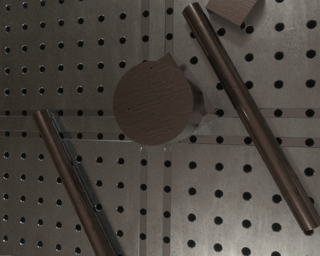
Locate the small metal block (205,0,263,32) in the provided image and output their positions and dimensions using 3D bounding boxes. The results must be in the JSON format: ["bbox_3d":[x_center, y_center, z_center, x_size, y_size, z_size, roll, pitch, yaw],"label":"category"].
[{"bbox_3d":[0.092,-0.155,0.380,0.050,0.025,0.050,36,101,16],"label":"small metal block"}]

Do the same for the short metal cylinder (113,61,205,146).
[{"bbox_3d":[0.000,-0.023,0.314,0.080,0.050,0.079,0,90,19],"label":"short metal cylinder"}]

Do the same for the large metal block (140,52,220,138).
[{"bbox_3d":[0.024,-0.036,0.374,0.050,0.080,0.080,-34,80,17],"label":"large metal block"}]

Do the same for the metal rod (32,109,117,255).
[{"bbox_3d":[-0.114,0.108,0.451,0.025,0.025,0.299,-31,80,17],"label":"metal rod"}]

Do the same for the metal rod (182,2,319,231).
[{"bbox_3d":[0.106,-0.021,0.374,0.025,0.025,0.299,-29,81,17],"label":"metal rod"}]
